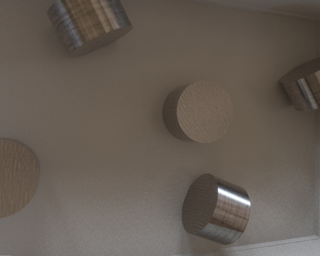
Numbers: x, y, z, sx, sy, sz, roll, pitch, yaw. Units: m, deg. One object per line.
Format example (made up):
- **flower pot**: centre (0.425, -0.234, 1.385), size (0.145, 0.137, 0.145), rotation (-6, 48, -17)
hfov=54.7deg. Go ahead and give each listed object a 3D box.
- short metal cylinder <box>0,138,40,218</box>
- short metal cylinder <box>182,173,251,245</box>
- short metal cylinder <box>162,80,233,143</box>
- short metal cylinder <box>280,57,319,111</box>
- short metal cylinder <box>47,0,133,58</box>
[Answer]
- **short metal cylinder**: centre (-0.173, 0.051, 0.334), size (0.081, 0.050, 0.080), rotation (0, 90, -20)
- **short metal cylinder**: centre (0.072, 0.106, 0.408), size (0.050, 0.080, 0.080), rotation (25, 82, -19)
- **short metal cylinder**: centre (0.050, -0.021, 0.415), size (0.081, 0.050, 0.080), rotation (0, 90, -20)
- **short metal cylinder**: centre (0.231, -0.067, 0.466), size (0.080, 0.080, 0.050), rotation (-35, 102, -17)
- **short metal cylinder**: centre (-0.078, -0.121, 0.352), size (0.080, 0.080, 0.050), rotation (-29, 100, -18)
